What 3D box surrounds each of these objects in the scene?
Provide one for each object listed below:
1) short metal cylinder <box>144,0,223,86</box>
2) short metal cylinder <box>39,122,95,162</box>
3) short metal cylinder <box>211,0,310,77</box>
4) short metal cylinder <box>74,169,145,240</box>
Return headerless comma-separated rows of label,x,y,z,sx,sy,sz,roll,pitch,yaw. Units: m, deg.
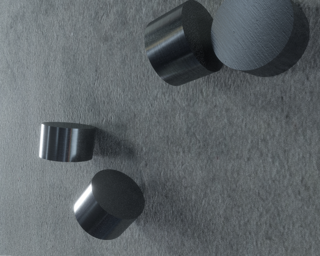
short metal cylinder,0.029,-0.092,0.344,0.050,0.081,0.080,-16,80,38
short metal cylinder,-0.145,0.020,0.486,0.080,0.081,0.050,10,97,39
short metal cylinder,0.098,-0.094,0.307,0.080,0.050,0.079,0,90,39
short metal cylinder,-0.068,0.103,0.423,0.050,0.081,0.080,-51,61,28
